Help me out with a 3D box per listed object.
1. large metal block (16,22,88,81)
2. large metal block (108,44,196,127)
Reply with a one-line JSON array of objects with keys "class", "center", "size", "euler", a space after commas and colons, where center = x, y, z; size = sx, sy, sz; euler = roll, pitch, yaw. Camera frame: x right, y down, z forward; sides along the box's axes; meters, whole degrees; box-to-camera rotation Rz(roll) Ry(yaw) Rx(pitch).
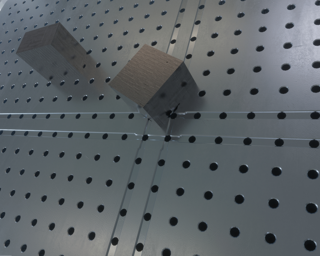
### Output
[{"class": "large metal block", "center": [-0.191, -0.134, 0.558], "size": [0.080, 0.080, 0.050], "euler": [-6, 59, 25]}, {"class": "large metal block", "center": [-0.011, -0.062, 0.437], "size": [0.080, 0.050, 0.080], "euler": [35, 81, 38]}]
